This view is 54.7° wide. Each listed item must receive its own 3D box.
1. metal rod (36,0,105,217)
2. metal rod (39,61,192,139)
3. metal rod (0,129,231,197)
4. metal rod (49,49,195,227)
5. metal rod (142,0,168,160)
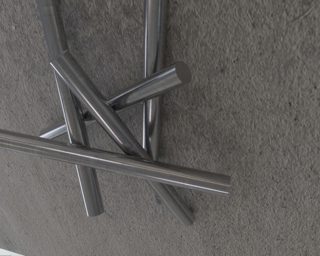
[{"bbox_3d":[-0.116,-0.025,0.406,0.025,0.025,0.298,-3,103,30],"label":"metal rod"},{"bbox_3d":[-0.082,-0.022,0.415,0.299,0.025,0.025,-18,109,42],"label":"metal rod"},{"bbox_3d":[-0.066,0.041,0.385,0.301,0.025,0.025,11,124,9],"label":"metal rod"},{"bbox_3d":[-0.033,0.031,0.402,0.025,0.025,0.299,-14,124,34],"label":"metal rod"},{"bbox_3d":[-0.008,-0.075,0.364,0.025,0.025,0.298,16,125,19],"label":"metal rod"}]
